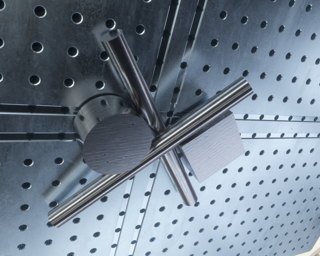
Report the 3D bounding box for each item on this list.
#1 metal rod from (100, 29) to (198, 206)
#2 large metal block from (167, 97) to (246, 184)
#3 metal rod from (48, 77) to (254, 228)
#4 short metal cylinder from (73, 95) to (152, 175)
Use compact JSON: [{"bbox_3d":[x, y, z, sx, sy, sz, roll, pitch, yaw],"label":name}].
[{"bbox_3d":[0.000,0.010,0.412,0.025,0.025,0.299,-32,129,-8],"label":"metal rod"},{"bbox_3d":[0.065,0.018,0.435,0.080,0.050,0.080,-33,129,-7],"label":"large metal block"},{"bbox_3d":[-0.016,0.034,0.391,0.300,0.025,0.025,-35,130,6],"label":"metal rod"},{"bbox_3d":[-0.056,0.008,0.365,0.081,0.050,0.079,-14,124,-21],"label":"short metal cylinder"}]
